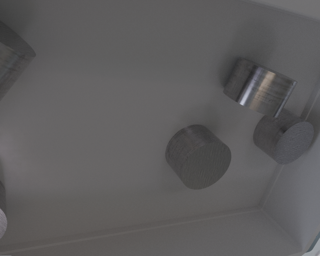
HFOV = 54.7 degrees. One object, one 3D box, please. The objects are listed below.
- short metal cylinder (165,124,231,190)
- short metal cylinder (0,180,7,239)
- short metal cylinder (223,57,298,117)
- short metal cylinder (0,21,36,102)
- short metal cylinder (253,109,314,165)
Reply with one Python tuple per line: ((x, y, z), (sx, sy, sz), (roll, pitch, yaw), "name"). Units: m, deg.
((0.055, 0.042, 0.448), (0.081, 0.050, 0.079), (-14, 124, -21), "short metal cylinder")
((-0.211, 0.091, 0.334), (0.081, 0.050, 0.079), (-14, 124, -21), "short metal cylinder")
((0.131, -0.055, 0.411), (0.081, 0.080, 0.050), (10, 113, -33), "short metal cylinder")
((-0.151, -0.065, 0.250), (0.050, 0.080, 0.080), (-50, 129, 7), "short metal cylinder")
((0.203, 0.013, 0.511), (0.081, 0.050, 0.079), (-14, 124, -21), "short metal cylinder")
